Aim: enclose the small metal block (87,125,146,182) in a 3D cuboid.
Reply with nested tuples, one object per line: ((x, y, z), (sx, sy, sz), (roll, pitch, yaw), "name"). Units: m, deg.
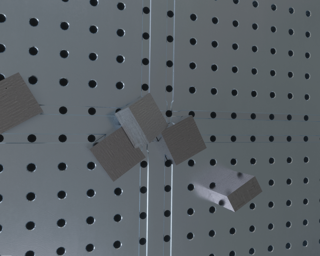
((-0.055, 0.031, 0.392), (0.050, 0.025, 0.050), (-37, 102, -16), "small metal block")

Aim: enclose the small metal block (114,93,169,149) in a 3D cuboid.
((-0.022, -0.010, 0.392), (0.050, 0.025, 0.050), (60, 38, -10), "small metal block")

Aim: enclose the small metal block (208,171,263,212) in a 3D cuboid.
((0.105, 0.088, 0.438), (0.050, 0.050, 0.025), (-30, 100, -17), "small metal block")

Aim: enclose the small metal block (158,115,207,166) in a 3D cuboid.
((0.028, 0.016, 0.423), (0.050, 0.025, 0.050), (-28, 99, -18), "small metal block")

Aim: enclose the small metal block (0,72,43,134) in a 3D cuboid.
((-0.169, -0.028, 0.350), (0.050, 0.025, 0.050), (-32, 101, -17), "small metal block")
